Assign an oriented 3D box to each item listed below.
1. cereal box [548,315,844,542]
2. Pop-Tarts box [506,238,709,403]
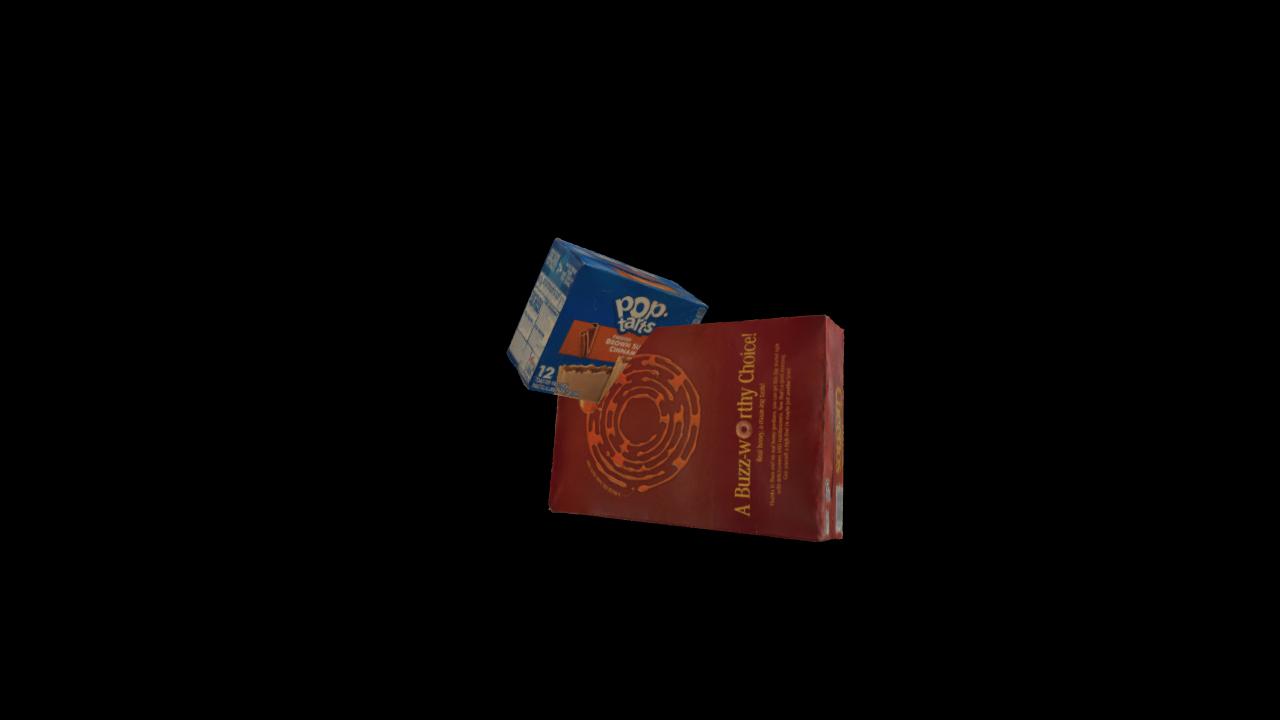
[{"bbox_3d":[0.049,0.067,0.636,0.306,0.203,0.081,-3,-13,32],"label":"cereal box"},{"bbox_3d":[-0.034,-0.031,0.663,0.167,0.141,0.083,15,19,-37],"label":"Pop-Tarts box"}]
